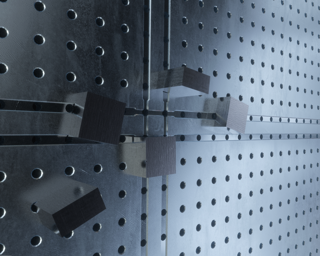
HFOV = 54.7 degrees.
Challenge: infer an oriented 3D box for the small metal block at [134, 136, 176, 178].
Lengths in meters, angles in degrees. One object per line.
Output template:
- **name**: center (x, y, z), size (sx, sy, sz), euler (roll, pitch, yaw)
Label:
- **small metal block**: center (-0.006, 0.036, 0.406), size (0.050, 0.025, 0.050), euler (-1, 91, -40)

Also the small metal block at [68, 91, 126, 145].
- **small metal block**: center (-0.070, -0.010, 0.352), size (0.050, 0.025, 0.050), euler (15, 80, -39)

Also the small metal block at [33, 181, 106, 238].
- **small metal block**: center (-0.093, 0.080, 0.317), size (0.050, 0.050, 0.025), euler (-28, 108, -37)

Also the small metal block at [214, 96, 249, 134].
- **small metal block**: center (0.118, -0.020, 0.511), size (0.050, 0.025, 0.050), euler (18, 78, -39)

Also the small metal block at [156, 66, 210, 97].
- **small metal block**: center (0.032, -0.062, 0.422), size (0.050, 0.050, 0.025), euler (11, 83, -40)
